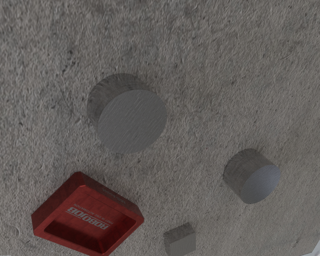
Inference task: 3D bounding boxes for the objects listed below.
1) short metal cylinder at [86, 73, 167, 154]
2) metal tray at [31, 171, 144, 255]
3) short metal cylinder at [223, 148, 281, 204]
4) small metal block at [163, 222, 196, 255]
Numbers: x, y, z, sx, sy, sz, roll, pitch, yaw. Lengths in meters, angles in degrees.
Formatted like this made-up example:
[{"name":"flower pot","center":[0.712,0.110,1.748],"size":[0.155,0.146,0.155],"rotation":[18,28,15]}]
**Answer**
[{"name":"short metal cylinder","center":[-0.039,-0.017,0.359],"size":[0.081,0.050,0.079],"rotation":[-14,124,-21]},{"name":"metal tray","center":[-0.095,0.126,0.429],"size":[0.090,0.030,0.130],"rotation":[-45,129,3]},{"name":"short metal cylinder","center":[0.155,0.082,0.526],"size":[0.081,0.050,0.079],"rotation":[-14,124,-21]},{"name":"small metal block","center":[0.036,0.203,0.552],"size":[0.050,0.025,0.050],"rotation":[-18,126,-18]}]
